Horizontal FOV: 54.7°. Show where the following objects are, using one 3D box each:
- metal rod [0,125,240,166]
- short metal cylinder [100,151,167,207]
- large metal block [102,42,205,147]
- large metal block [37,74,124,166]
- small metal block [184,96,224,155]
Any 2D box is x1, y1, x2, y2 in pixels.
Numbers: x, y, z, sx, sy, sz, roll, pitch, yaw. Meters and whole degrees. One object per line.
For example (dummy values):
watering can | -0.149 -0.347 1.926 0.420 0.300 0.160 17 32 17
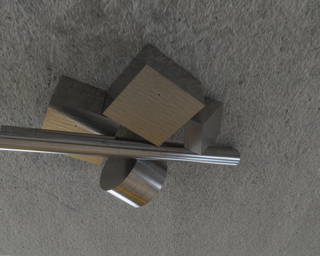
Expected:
metal rod | -0.026 0.025 0.376 0.302 0.025 0.025 7 132 -28
short metal cylinder | -0.037 0.060 0.423 0.080 0.080 0.050 -36 122 26
large metal block | -0.007 -0.036 0.358 0.080 0.050 0.080 32 123 -25
large metal block | -0.097 -0.008 0.384 0.080 0.050 0.079 19 127 -16
small metal block | 0.054 -0.003 0.387 0.025 0.050 0.050 24 137 27
